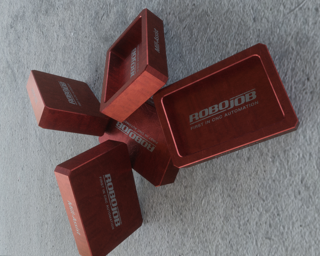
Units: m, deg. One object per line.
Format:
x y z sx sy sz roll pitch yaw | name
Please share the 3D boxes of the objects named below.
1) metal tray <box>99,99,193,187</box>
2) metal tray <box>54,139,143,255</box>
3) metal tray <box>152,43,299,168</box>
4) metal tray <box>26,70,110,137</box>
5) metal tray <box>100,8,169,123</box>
-0.023 0.008 0.420 0.130 0.030 0.089 32 110 35 | metal tray
-0.073 0.091 0.396 0.030 0.091 0.129 7 115 40 | metal tray
0.065 -0.019 0.327 0.130 0.030 0.090 -23 75 22 | metal tray
-0.138 -0.038 0.455 0.130 0.091 0.030 48 120 48 | metal tray
-0.034 -0.081 0.391 0.090 0.030 0.130 -38 38 33 | metal tray
